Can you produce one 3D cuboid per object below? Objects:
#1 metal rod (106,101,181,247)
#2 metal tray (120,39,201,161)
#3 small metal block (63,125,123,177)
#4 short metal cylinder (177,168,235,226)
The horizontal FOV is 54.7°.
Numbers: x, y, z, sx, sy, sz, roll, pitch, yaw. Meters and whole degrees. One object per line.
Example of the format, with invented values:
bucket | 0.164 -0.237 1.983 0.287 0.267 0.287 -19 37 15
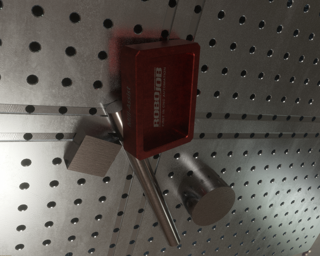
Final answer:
metal rod | -0.014 0.087 0.458 0.025 0.025 0.299 -28 128 -11
metal tray | 0.001 -0.034 0.369 0.091 0.030 0.129 -18 122 -34
small metal block | -0.084 0.030 0.385 0.050 0.025 0.050 21 107 -36
short metal cylinder | 0.075 0.113 0.509 0.081 0.050 0.079 -14 124 -21
